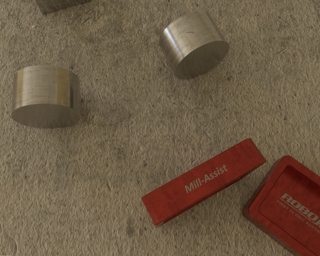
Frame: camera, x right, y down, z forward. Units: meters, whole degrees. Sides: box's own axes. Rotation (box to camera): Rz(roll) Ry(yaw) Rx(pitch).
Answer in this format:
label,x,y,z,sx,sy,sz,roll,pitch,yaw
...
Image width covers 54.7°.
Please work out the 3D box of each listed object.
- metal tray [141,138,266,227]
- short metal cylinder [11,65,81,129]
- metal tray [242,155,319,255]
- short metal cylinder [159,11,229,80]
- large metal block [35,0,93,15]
label,x,y,z,sx,sy,sz,roll,pitch,yaw
metal tray,0.046,0.065,0.350,0.131,0.090,0.030,-27,73,-10
short metal cylinder,-0.142,-0.036,0.391,0.081,0.080,0.050,-6,70,-2
metal tray,0.177,0.106,0.367,0.130,0.030,0.090,37,74,12
short metal cylinder,0.046,-0.110,0.419,0.080,0.080,0.050,-23,72,-8
large metal block,-0.160,-0.233,0.479,0.080,0.050,0.080,-19,71,-7
